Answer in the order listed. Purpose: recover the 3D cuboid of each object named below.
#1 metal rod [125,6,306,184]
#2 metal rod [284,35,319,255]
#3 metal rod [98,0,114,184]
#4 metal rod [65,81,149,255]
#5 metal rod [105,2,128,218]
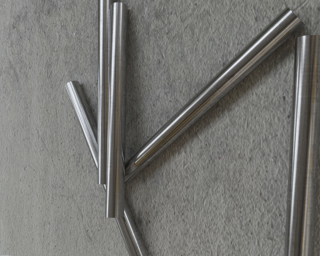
[{"bbox_3d":[0.038,-0.019,0.373,0.299,0.025,0.025,-44,64,31],"label":"metal rod"},{"bbox_3d":[0.134,0.065,0.293,0.025,0.025,0.298,4,92,40],"label":"metal rod"},{"bbox_3d":[-0.079,-0.069,0.457,0.025,0.025,0.298,-6,82,40],"label":"metal rod"},{"bbox_3d":[-0.088,0.054,0.477,0.025,0.025,0.299,-39,66,33],"label":"metal rod"},{"bbox_3d":[-0.060,-0.030,0.433,0.025,0.025,0.298,-7,79,40],"label":"metal rod"}]
